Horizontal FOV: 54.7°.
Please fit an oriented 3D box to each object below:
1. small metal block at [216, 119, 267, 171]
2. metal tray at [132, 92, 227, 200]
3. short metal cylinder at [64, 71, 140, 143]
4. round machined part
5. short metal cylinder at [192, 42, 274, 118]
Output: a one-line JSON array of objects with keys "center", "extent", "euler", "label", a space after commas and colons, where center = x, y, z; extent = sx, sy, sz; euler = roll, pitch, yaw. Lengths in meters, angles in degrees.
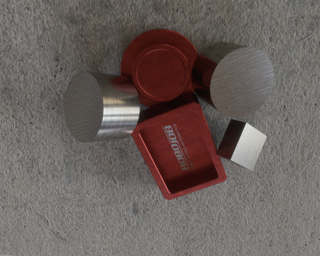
[{"center": [0.106, 0.022, 0.401], "extent": [0.050, 0.025, 0.050], "euler": [27, 85, -37], "label": "small metal block"}, {"center": [0.026, 0.028, 0.407], "extent": [0.090, 0.030, 0.129], "euler": [-21, 119, 7], "label": "metal tray"}, {"center": [-0.070, -0.024, 0.365], "extent": [0.050, 0.080, 0.079], "euler": [-4, 118, -46], "label": "short metal cylinder"}, {"center": [0.001, -0.069, 0.377], "extent": [0.099, 0.042, 0.097], "euler": [0, 110, 0], "label": "round machined part"}, {"center": [0.085, -0.058, 0.366], "extent": [0.081, 0.050, 0.079], "euler": [-7, 113, -17], "label": "short metal cylinder"}]
